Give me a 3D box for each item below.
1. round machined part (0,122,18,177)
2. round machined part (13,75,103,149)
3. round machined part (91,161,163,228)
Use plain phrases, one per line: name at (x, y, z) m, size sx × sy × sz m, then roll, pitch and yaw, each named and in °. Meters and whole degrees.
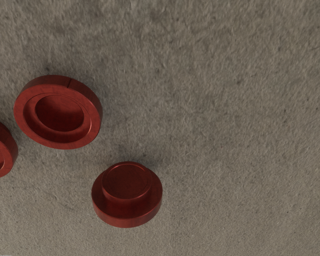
round machined part at (-0.239, 0.021, 0.410) m, size 0.099 × 0.042 × 0.097 m, roll -1°, pitch 130°, yaw 0°
round machined part at (-0.119, -0.023, 0.375) m, size 0.099 × 0.042 × 0.097 m, roll -1°, pitch 130°, yaw 0°
round machined part at (-0.046, 0.085, 0.431) m, size 0.099 × 0.098 × 0.042 m, roll 2°, pitch 130°, yaw -2°
